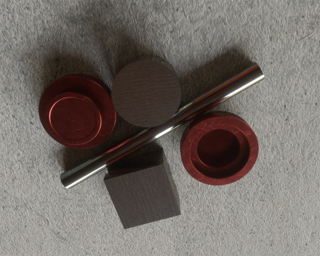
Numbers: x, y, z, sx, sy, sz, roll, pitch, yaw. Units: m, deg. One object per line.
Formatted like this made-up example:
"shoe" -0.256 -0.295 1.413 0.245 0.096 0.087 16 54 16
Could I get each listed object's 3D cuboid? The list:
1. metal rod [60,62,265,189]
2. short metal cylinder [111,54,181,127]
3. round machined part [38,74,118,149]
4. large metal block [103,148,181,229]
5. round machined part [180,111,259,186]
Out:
"metal rod" -0.004 0.002 0.412 0.300 0.025 0.025 -30 108 10
"short metal cylinder" -0.016 -0.047 0.380 0.081 0.050 0.079 0 110 0
"round machined part" -0.105 -0.017 0.394 0.099 0.042 0.097 0 110 0
"large metal block" -0.022 0.083 0.429 0.080 0.050 0.080 -16 110 6
"round machined part" 0.076 0.024 0.411 0.099 0.042 0.097 0 110 0
